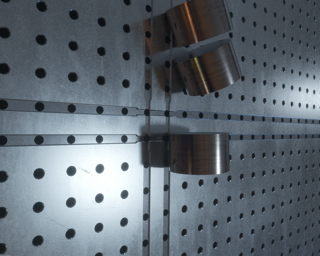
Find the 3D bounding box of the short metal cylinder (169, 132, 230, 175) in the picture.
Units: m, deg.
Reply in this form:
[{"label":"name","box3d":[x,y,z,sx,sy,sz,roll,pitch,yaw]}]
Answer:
[{"label":"short metal cylinder","box3d":[0.052,0.032,0.417,0.081,0.080,0.050,-2,91,-40]}]

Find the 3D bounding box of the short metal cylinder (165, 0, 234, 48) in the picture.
[{"label":"short metal cylinder","box3d":[0.053,-0.145,0.417,0.081,0.080,0.050,-31,110,-36]}]

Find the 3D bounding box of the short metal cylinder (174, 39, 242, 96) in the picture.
[{"label":"short metal cylinder","box3d":[0.067,-0.084,0.429,0.080,0.080,0.050,-36,113,-34]}]
